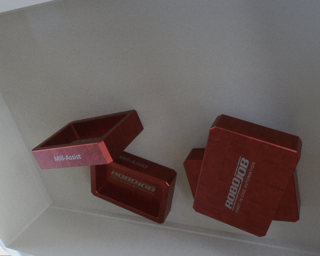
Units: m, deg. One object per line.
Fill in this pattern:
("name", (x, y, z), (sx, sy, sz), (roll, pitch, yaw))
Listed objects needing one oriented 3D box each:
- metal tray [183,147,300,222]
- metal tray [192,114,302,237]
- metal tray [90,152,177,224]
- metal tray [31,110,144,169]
("metal tray", (0.103, 0.070, 0.394), (0.130, 0.030, 0.089), (-3, 117, 29))
("metal tray", (0.093, 0.057, 0.351), (0.090, 0.030, 0.129), (18, 125, 17))
("metal tray", (-0.044, 0.086, 0.479), (0.130, 0.030, 0.089), (19, 126, 17))
("metal tray", (-0.099, 0.016, 0.426), (0.130, 0.090, 0.030), (-8, 114, 31))
